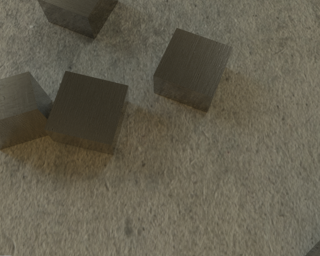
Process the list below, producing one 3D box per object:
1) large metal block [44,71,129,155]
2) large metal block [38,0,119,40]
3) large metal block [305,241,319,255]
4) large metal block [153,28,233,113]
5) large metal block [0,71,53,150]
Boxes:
[{"bbox_3d":[-0.089,-0.018,0.396,0.080,0.050,0.080,13,70,-2],"label":"large metal block"},{"bbox_3d":[-0.119,-0.192,0.464,0.080,0.050,0.080,23,71,7],"label":"large metal block"},{"bbox_3d":[0.215,0.160,0.339,0.080,0.050,0.080,-38,75,-13],"label":"large metal block"},{"bbox_3d":[0.044,-0.078,0.424,0.080,0.050,0.080,22,71,7],"label":"large metal block"},{"bbox_3d":[-0.182,-0.018,0.383,0.081,0.080,0.050,-18,71,-6],"label":"large metal block"}]
